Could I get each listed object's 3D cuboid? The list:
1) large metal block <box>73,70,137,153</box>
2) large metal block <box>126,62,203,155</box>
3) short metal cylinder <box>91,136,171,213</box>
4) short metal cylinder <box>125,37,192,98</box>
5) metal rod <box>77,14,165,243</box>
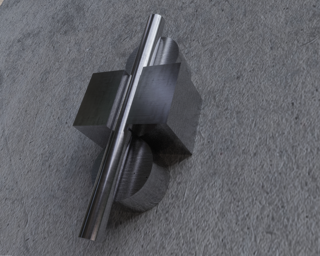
[{"bbox_3d":[-0.058,-0.019,0.412,0.050,0.080,0.080,-1,61,28],"label":"large metal block"},{"bbox_3d":[0.010,-0.021,0.377,0.050,0.080,0.080,-1,61,28],"label":"large metal block"},{"bbox_3d":[-0.034,0.056,0.373,0.080,0.050,0.080,-13,56,20],"label":"short metal cylinder"},{"bbox_3d":[-0.001,-0.082,0.440,0.080,0.050,0.080,-13,56,20],"label":"short metal cylinder"},{"bbox_3d":[-0.037,-0.020,0.372,0.025,0.025,0.300,0,61,28],"label":"metal rod"}]
